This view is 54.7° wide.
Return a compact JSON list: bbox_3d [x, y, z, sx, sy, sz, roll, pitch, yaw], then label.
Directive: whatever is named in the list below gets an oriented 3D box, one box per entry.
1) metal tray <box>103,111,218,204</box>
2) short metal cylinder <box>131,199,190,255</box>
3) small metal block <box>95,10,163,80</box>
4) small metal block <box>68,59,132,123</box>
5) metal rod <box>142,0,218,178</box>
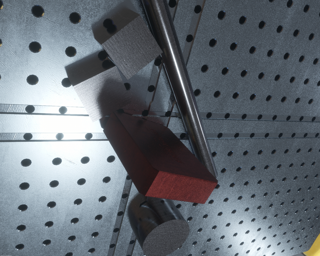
[{"bbox_3d":[-0.004,0.031,0.362,0.091,0.130,0.030,17,109,-35],"label":"metal tray"},{"bbox_3d":[0.000,0.159,0.496,0.081,0.050,0.079,-14,125,-21],"label":"short metal cylinder"},{"bbox_3d":[-0.033,-0.090,0.338,0.050,0.025,0.050,-39,130,-2],"label":"small metal block"},{"bbox_3d":[-0.067,-0.042,0.350,0.050,0.025,0.050,-29,129,-11],"label":"small metal block"},{"bbox_3d":[0.037,-0.031,0.413,0.025,0.025,0.299,-30,129,-10],"label":"metal rod"}]
